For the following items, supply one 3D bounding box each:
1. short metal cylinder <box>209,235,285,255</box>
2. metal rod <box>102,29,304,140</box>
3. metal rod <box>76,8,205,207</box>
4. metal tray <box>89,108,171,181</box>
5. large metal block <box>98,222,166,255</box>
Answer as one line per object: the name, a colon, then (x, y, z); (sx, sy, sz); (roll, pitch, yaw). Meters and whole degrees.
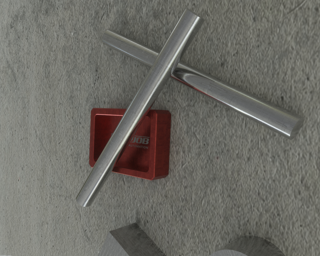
short metal cylinder: (0.089, 0.157, 0.314); (0.080, 0.050, 0.079); (0, 90, 39)
metal rod: (0.027, -0.068, 0.380); (0.300, 0.025, 0.025); (33, 111, 34)
metal rod: (-0.037, -0.008, 0.393); (0.025, 0.025, 0.298); (47, 118, 29)
metal tray: (-0.046, 0.018, 0.437); (0.130, 0.030, 0.089); (4, 93, 39)
large metal block: (-0.040, 0.191, 0.420); (0.080, 0.050, 0.079); (38, 113, 33)
